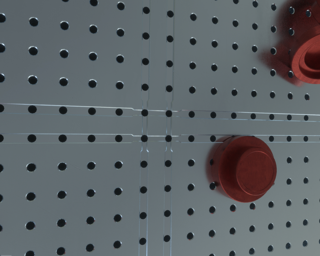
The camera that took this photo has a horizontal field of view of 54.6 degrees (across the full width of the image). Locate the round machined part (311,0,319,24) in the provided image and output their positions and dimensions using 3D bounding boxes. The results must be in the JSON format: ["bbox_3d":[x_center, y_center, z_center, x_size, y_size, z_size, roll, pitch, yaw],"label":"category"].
[{"bbox_3d":[0.282,-0.188,0.493,0.099,0.042,0.098,12,59,-21],"label":"round machined part"}]

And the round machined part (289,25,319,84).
[{"bbox_3d":[0.250,-0.118,0.476,0.098,0.097,0.042,23,46,-19],"label":"round machined part"}]

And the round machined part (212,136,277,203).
[{"bbox_3d":[0.129,0.060,0.451,0.099,0.042,0.097,0,90,-20],"label":"round machined part"}]
